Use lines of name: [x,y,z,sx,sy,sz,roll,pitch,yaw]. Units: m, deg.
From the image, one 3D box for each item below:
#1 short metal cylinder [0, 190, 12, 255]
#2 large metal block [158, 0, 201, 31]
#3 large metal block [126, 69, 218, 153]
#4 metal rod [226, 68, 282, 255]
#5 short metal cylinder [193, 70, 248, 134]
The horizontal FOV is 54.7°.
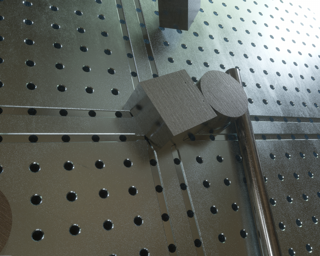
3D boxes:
short metal cylinder: [-0.166,0.085,0.251,0.081,0.050,0.080,14,56,-21]
large metal block: [0.034,-0.222,0.517,0.050,0.080,0.080,13,50,15]
large metal block: [0.015,-0.024,0.415,0.081,0.050,0.080,-23,74,-36]
metal rod: [0.131,0.034,0.457,0.025,0.025,0.299,11,57,-23]
short metal cylinder: [0.082,-0.038,0.459,0.081,0.050,0.080,14,56,-21]
